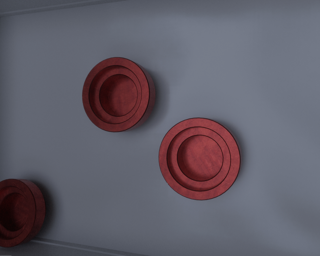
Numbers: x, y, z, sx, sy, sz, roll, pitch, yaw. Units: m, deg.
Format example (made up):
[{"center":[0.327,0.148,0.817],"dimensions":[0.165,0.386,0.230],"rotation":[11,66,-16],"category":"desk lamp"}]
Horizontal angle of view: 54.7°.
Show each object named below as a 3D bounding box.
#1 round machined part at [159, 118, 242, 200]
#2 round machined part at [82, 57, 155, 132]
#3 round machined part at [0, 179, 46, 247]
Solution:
[{"center":[0.051,0.036,0.383],"dimensions":[0.098,0.042,0.097],"rotation":[0,90,20],"category":"round machined part"},{"center":[-0.052,-0.043,0.420],"dimensions":[0.098,0.042,0.097],"rotation":[0,90,20],"category":"round machined part"},{"center":[-0.215,0.127,0.472],"dimensions":[0.098,0.042,0.098],"rotation":[-3,79,18],"category":"round machined part"}]
